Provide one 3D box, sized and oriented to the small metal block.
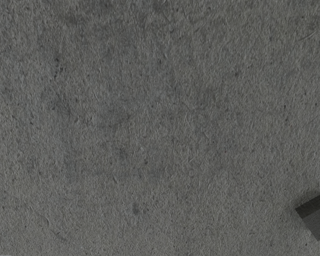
[{"bbox_3d":[0.240,0.132,0.461,0.050,0.025,0.050,-35,107,12],"label":"small metal block"}]
